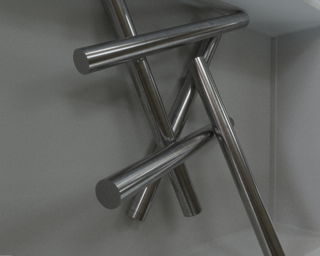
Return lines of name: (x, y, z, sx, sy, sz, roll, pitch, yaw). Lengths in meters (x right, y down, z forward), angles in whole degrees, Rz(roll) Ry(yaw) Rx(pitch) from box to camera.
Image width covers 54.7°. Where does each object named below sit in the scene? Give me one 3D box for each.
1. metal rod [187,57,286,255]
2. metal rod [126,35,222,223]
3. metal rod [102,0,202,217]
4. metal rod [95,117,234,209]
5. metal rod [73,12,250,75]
metal rod: (0.100, 0.046, 0.401, 0.025, 0.025, 0.299, -13, 78, -39)
metal rod: (0.027, -0.018, 0.428, 0.025, 0.025, 0.300, 37, 67, -34)
metal rod: (-0.010, -0.031, 0.375, 0.025, 0.025, 0.299, -27, 100, -37)
metal rod: (0.033, 0.022, 0.370, 0.302, 0.025, 0.025, -22, 105, -58)
metal rod: (0.028, -0.116, 0.388, 0.302, 0.025, 0.025, -28, 108, -40)
